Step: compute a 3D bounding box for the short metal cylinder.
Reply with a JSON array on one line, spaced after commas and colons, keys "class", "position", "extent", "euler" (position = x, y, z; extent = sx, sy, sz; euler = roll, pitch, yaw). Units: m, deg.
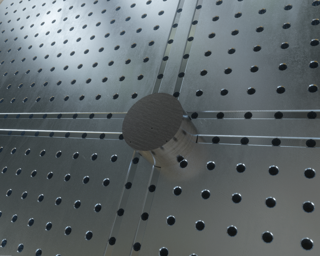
[{"class": "short metal cylinder", "position": [0.000, 0.003, 0.389], "extent": [0.080, 0.050, 0.080], "euler": [-13, 56, 20]}]
